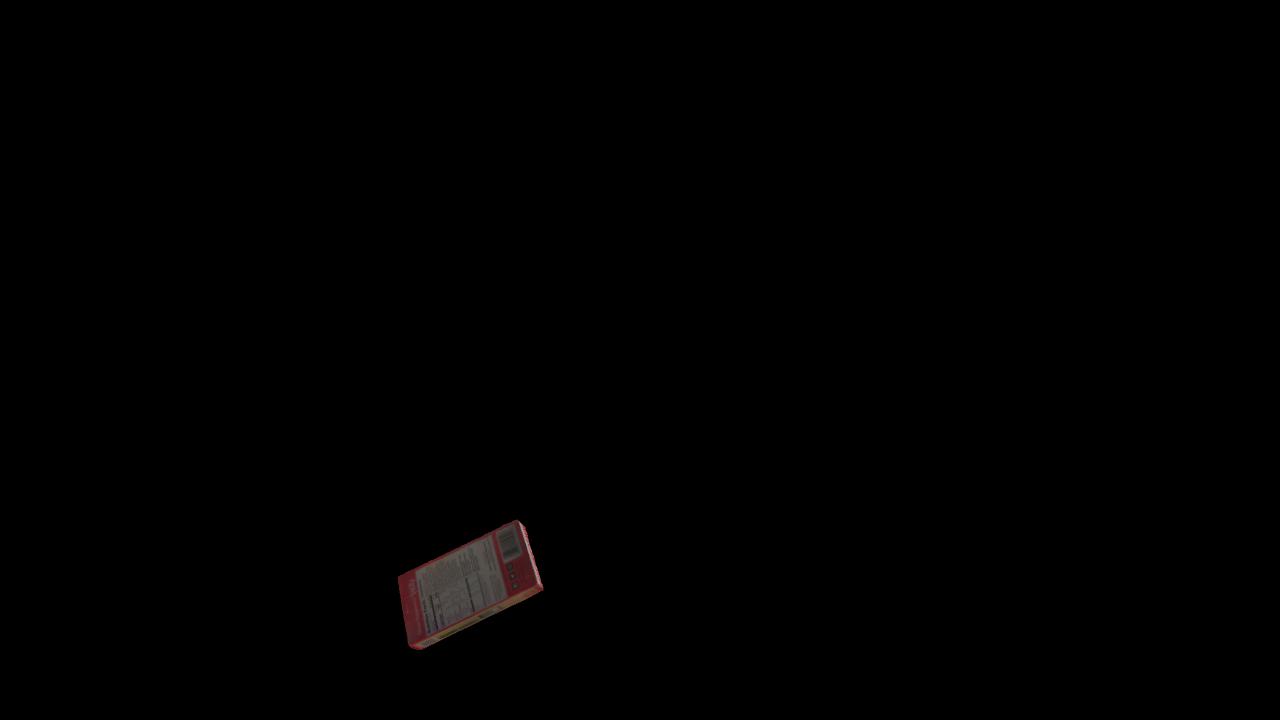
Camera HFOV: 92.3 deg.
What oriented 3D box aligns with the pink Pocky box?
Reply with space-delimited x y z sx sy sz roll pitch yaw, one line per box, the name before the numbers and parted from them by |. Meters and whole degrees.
pink Pocky box | -0.194 0.255 0.702 0.155 0.084 0.029 -25 -36 -4
